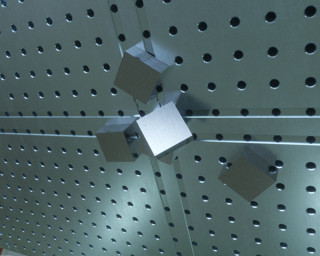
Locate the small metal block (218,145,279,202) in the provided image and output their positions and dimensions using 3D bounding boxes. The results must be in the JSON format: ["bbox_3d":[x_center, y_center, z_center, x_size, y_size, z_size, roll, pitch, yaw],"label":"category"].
[{"bbox_3d":[0.110,0.058,0.388,0.050,0.025,0.050,37,129,3],"label":"small metal block"}]

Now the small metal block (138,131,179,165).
[{"bbox_3d":[0.001,0.016,0.419,0.050,0.025,0.050,21,127,15],"label":"small metal block"}]

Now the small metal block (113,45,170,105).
[{"bbox_3d":[-0.024,-0.065,0.382,0.050,0.025,0.050,33,128,6],"label":"small metal block"}]

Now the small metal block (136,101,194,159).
[{"bbox_3d":[0.007,0.003,0.381,0.050,0.025,0.050,-29,72,1],"label":"small metal block"}]

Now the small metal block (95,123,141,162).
[{"bbox_3d":[-0.060,0.022,0.455,0.050,0.025,0.050,-4,117,29],"label":"small metal block"}]
